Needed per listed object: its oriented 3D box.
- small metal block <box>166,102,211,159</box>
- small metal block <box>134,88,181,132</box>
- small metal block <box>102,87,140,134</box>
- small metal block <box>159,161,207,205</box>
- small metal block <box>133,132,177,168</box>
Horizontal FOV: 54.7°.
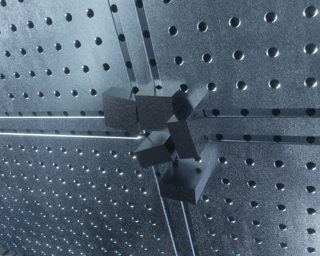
[{"bbox_3d":[0.036,0.003,0.376,0.025,0.050,0.050,-7,115,31],"label":"small metal block"},{"bbox_3d":[0.000,-0.023,0.396,0.050,0.025,0.050,5,121,25],"label":"small metal block"},{"bbox_3d":[-0.048,-0.024,0.420,0.050,0.025,0.050,13,124,20],"label":"small metal block"},{"bbox_3d":[0.033,0.073,0.422,0.050,0.050,0.025,7,122,24],"label":"small metal block"},{"bbox_3d":[0.001,0.024,0.408,0.050,0.050,0.025,-18,109,35],"label":"small metal block"}]
